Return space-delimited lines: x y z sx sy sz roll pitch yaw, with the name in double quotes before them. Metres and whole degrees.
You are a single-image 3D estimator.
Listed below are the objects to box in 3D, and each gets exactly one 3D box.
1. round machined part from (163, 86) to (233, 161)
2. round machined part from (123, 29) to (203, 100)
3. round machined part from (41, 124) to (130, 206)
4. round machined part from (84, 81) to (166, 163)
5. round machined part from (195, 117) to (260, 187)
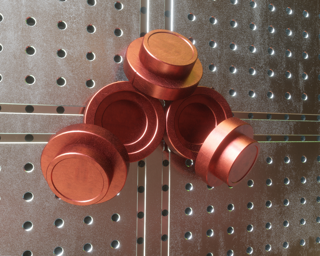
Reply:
"round machined part" 0.046 -0.006 0.422 0.099 0.042 0.097 0 90 -21
"round machined part" 0.007 -0.083 0.380 0.099 0.042 0.098 11 49 -12
"round machined part" -0.086 0.048 0.348 0.099 0.042 0.097 2 115 4
"round machined part" -0.046 -0.007 0.386 0.099 0.042 0.097 0 90 -21
"round machined part" 0.095 0.038 0.412 0.099 0.042 0.097 -29 136 -32
